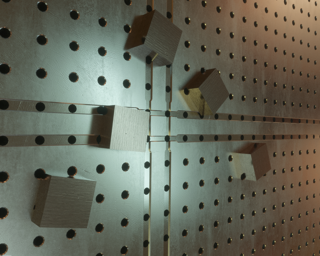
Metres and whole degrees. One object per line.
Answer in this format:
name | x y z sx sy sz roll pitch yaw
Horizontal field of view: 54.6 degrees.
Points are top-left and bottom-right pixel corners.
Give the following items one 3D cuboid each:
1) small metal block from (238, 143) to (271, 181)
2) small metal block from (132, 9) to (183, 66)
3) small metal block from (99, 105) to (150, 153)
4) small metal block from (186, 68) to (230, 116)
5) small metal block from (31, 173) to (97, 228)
small metal block | 0.169 0.059 0.549 0.050 0.025 0.050 -25 106 -37
small metal block | -0.003 -0.116 0.406 0.050 0.025 0.050 26 74 -37
small metal block | -0.042 0.002 0.373 0.050 0.025 0.050 10 84 -39
small metal block | 0.073 -0.054 0.469 0.050 0.025 0.050 -48 119 -29
small metal block | -0.100 0.076 0.325 0.050 0.025 0.050 17 80 -39
